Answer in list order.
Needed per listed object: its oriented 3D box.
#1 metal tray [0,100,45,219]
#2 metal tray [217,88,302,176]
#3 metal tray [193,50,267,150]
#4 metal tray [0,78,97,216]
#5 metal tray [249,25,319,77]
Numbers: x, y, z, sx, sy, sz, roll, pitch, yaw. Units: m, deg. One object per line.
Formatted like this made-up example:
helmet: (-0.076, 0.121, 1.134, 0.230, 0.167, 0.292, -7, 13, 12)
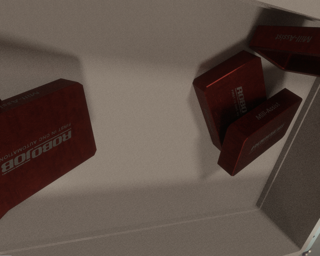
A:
metal tray: (-0.174, 0.023, 0.293, 0.090, 0.030, 0.130, -52, 140, -29)
metal tray: (0.147, 0.006, 0.458, 0.131, 0.030, 0.089, -31, 146, -26)
metal tray: (0.108, -0.033, 0.446, 0.090, 0.030, 0.130, -32, 129, -8)
metal tray: (-0.127, 0.015, 0.303, 0.131, 0.030, 0.089, -35, 130, -43)
metal tray: (0.189, -0.093, 0.387, 0.091, 0.130, 0.030, 19, 96, -36)
